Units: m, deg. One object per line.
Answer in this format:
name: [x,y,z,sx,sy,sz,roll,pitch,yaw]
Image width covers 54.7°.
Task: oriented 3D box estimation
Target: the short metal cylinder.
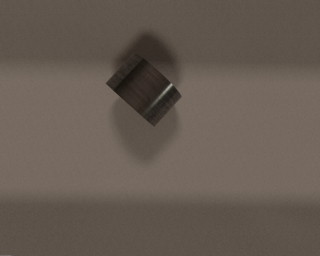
short metal cylinder: [-0.020,-0.047,0.384,0.080,0.080,0.050,42,90,-1]
